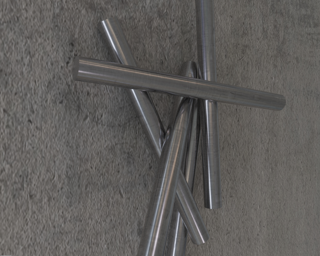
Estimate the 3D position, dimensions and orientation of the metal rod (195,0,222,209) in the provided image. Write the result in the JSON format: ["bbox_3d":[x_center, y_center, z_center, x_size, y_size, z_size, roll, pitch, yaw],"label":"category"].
[{"bbox_3d":[0.067,-0.039,0.426,0.025,0.025,0.298,-5,93,-40],"label":"metal rod"}]

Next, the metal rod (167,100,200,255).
[{"bbox_3d":[0.036,0.078,0.434,0.025,0.025,0.298,14,81,-39],"label":"metal rod"}]

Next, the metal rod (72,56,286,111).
[{"bbox_3d":[0.046,-0.049,0.384,0.302,0.025,0.025,5,87,-30],"label":"metal rod"}]

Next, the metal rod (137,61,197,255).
[{"bbox_3d":[0.014,0.030,0.354,0.025,0.025,0.300,42,45,-32],"label":"metal rod"}]

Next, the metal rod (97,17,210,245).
[{"bbox_3d":[-0.003,0.013,0.383,0.025,0.025,0.299,-31,104,-36],"label":"metal rod"}]
